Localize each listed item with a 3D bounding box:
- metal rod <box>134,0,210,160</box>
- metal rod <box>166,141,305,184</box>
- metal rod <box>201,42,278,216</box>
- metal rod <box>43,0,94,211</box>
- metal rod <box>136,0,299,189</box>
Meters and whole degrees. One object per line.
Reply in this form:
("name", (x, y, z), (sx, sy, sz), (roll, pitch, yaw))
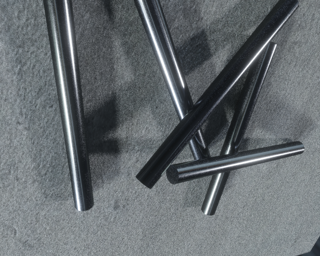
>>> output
("metal rod", (0.019, -0.057, 0.383), (0.025, 0.025, 0.299), (-31, 129, -9))
("metal rod", (0.136, 0.048, 0.482), (0.303, 0.025, 0.025), (-5, 121, -37))
("metal rod", (0.116, 0.015, 0.481), (0.025, 0.025, 0.298), (-2, 119, -28))
("metal rod", (-0.097, -0.025, 0.338), (0.025, 0.025, 0.298), (-12, 124, -22))
("metal rod", (0.074, -0.048, 0.393), (0.300, 0.025, 0.025), (-51, 130, -3))
